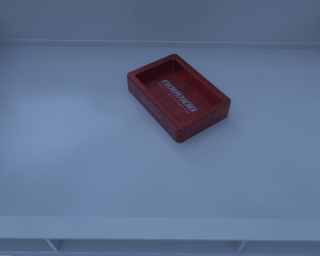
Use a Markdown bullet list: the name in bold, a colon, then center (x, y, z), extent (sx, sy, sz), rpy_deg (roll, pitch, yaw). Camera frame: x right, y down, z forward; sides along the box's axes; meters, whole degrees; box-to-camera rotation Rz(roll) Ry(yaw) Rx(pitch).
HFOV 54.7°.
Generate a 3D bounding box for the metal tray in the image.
- **metal tray**: center (0.024, -0.048, 0.442), extent (0.091, 0.030, 0.130), rpy_deg (-28, 56, -22)
